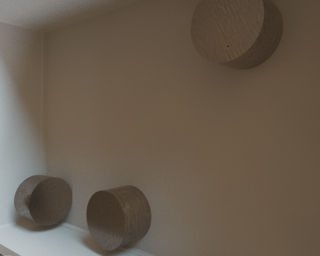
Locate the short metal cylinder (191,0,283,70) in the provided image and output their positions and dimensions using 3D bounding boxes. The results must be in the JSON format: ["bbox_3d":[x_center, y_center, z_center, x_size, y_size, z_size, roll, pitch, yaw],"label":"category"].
[{"bbox_3d":[0.080,-0.105,0.325,0.080,0.050,0.080,0,90,40],"label":"short metal cylinder"}]

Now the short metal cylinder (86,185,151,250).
[{"bbox_3d":[-0.059,0.125,0.439,0.080,0.050,0.080,0,90,40],"label":"short metal cylinder"}]

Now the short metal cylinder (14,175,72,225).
[{"bbox_3d":[-0.201,0.124,0.538,0.050,0.081,0.080,-1,89,40],"label":"short metal cylinder"}]
